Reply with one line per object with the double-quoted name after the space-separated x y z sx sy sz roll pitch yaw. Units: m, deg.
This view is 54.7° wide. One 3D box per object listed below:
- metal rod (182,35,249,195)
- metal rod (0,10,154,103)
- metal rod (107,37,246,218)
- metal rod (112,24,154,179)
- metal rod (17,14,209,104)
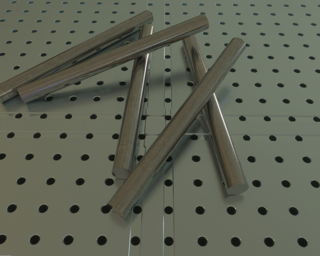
0.069 -0.044 0.445 0.025 0.025 0.300 -5 50 -5 "metal rod"
-0.127 -0.128 0.513 0.025 0.025 0.302 37 59 27 "metal rod"
0.035 -0.018 0.398 0.025 0.025 0.301 27 62 20 "metal rod"
-0.033 -0.061 0.458 0.025 0.025 0.300 3 50 2 "metal rod"
-0.063 -0.108 0.470 0.302 0.025 0.025 -25 54 -10 "metal rod"
